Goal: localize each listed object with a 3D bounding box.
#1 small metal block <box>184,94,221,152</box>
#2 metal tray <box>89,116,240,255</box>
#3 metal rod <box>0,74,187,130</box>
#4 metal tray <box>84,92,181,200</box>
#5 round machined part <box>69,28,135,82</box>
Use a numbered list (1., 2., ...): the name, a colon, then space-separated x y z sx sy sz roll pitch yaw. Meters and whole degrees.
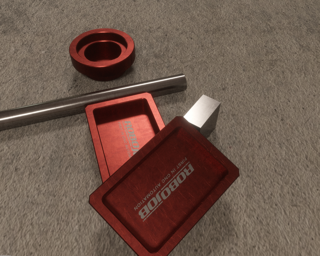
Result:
1. small metal block: 0.051 -0.005 0.392 0.025 0.050 0.050 28 55 21
2. metal tray: 0.006 0.061 0.317 0.090 0.030 0.130 44 71 9
3. metal rod: -0.108 -0.034 0.430 0.302 0.025 0.025 -14 52 -12
4. metal tray: -0.036 0.017 0.384 0.091 0.030 0.130 -14 52 -12
5. round machined part: -0.088 -0.110 0.484 0.099 0.042 0.098 0 50 0
